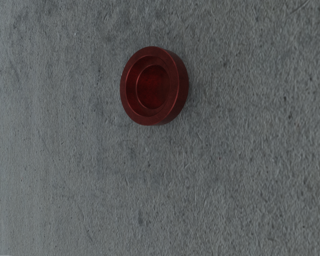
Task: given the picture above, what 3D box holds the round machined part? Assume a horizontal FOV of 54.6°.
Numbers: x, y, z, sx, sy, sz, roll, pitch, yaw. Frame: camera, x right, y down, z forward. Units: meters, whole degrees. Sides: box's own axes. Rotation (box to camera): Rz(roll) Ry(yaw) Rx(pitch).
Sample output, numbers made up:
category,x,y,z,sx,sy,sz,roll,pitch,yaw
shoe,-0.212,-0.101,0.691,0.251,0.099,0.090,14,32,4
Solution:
category,x,y,z,sx,sy,sz,roll,pitch,yaw
round machined part,-0.003,-0.052,0.397,0.098,0.042,0.097,0,90,40
